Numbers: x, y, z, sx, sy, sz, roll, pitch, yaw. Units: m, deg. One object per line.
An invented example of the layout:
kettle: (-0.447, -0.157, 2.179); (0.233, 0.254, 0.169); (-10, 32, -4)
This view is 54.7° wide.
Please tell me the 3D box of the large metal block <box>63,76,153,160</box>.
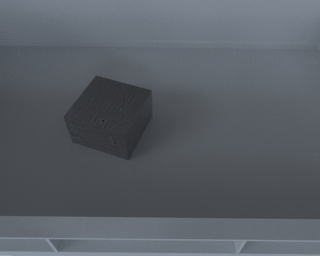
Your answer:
large metal block: (-0.062, -0.015, 0.401); (0.080, 0.050, 0.080); (16, 52, 13)
